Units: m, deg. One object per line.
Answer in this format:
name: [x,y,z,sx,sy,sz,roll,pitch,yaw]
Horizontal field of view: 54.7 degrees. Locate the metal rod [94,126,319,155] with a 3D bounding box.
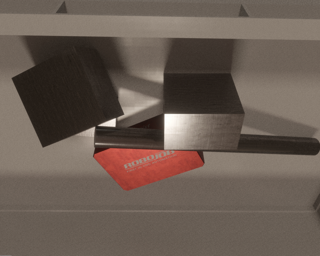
metal rod: [0.071,0.018,0.393,0.302,0.025,0.025,3,131,-16]

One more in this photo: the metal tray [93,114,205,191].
metal tray: [-0.014,0.035,0.435,0.130,0.030,0.090,-21,128,16]

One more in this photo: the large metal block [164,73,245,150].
large metal block: [0.045,-0.021,0.356,0.081,0.080,0.050,0,130,-1]

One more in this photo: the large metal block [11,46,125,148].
large metal block: [-0.098,-0.034,0.339,0.080,0.050,0.080,-21,94,16]

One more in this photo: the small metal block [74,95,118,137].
small metal block: [-0.081,-0.015,0.395,0.050,0.025,0.050,6,130,-6]
